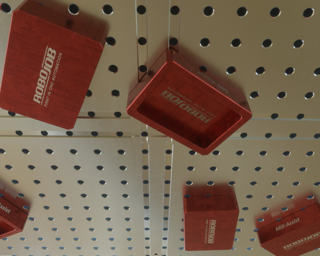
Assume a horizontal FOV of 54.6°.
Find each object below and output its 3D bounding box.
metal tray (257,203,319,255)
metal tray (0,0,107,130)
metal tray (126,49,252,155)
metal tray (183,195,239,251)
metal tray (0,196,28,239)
[{"bbox_3d":[0.261,0.197,0.578,0.090,0.030,0.130,37,121,-27],"label":"metal tray"},{"bbox_3d":[-0.125,-0.064,0.353,0.090,0.030,0.129,19,127,-16],"label":"metal tray"},{"bbox_3d":[0.036,-0.026,0.385,0.131,0.030,0.090,29,124,-23],"label":"metal tray"},{"bbox_3d":[0.088,0.174,0.556,0.090,0.030,0.129,-3,130,2],"label":"metal tray"},{"bbox_3d":[-0.306,0.143,0.526,0.090,0.030,0.130,-23,127,18],"label":"metal tray"}]
